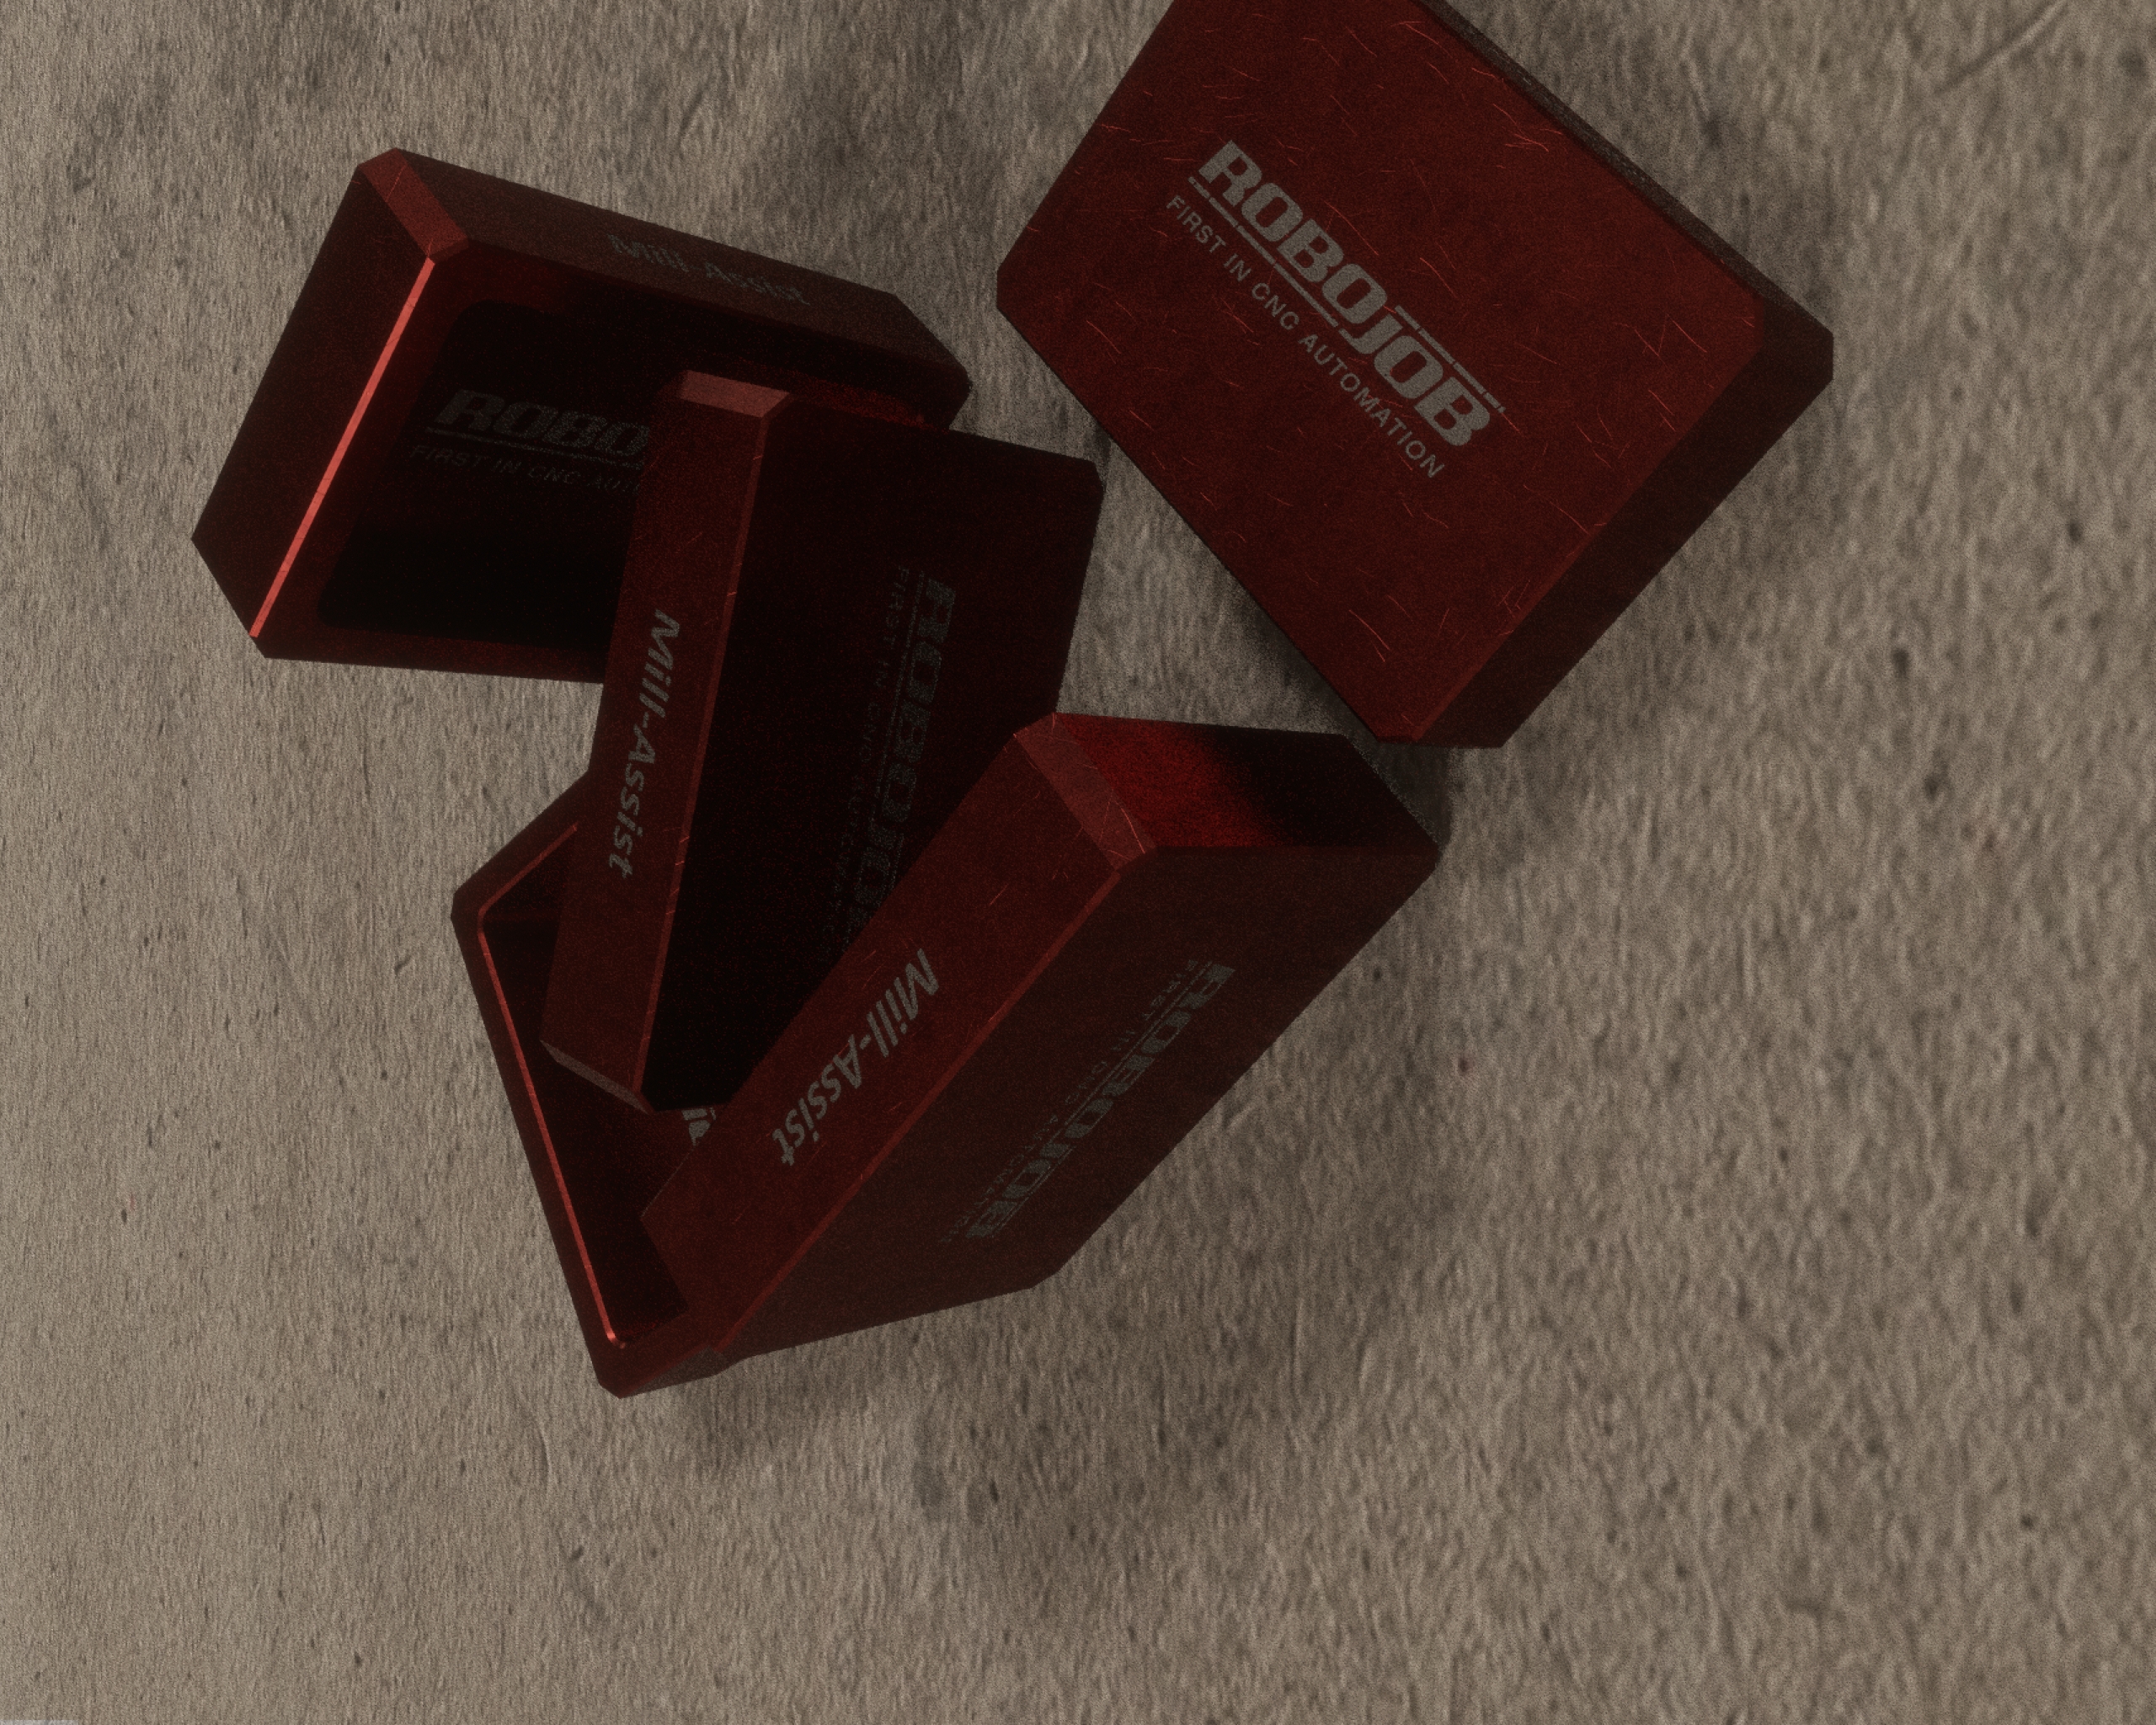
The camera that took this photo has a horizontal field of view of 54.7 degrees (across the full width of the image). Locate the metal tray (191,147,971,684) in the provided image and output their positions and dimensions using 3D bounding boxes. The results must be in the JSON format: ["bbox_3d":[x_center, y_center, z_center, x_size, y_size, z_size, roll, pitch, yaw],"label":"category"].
[{"bbox_3d":[-0.093,-0.079,0.413,0.030,0.131,0.090,51,119,27],"label":"metal tray"}]

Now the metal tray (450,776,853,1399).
[{"bbox_3d":[-0.091,0.044,0.475,0.090,0.030,0.130,-35,69,34],"label":"metal tray"}]

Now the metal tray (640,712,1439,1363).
[{"bbox_3d":[-0.007,0.032,0.368,0.129,0.091,0.030,-51,61,28],"label":"metal tray"}]

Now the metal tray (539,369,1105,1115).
[{"bbox_3d":[-0.047,-0.021,0.400,0.030,0.091,0.129,21,103,38],"label":"metal tray"}]

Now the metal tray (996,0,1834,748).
[{"bbox_3d":[0.051,-0.094,0.360,0.090,0.030,0.130,-52,60,27],"label":"metal tray"}]
